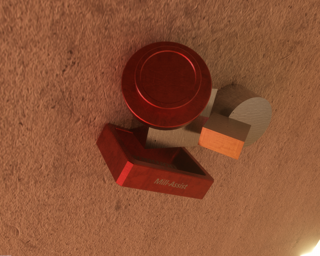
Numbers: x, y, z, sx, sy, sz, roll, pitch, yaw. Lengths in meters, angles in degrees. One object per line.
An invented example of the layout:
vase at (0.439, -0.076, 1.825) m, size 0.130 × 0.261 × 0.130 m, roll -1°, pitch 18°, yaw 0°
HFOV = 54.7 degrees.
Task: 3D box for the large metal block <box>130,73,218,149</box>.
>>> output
large metal block at (0.015, -0.023, 0.388) m, size 0.081 × 0.050 × 0.079 m, roll -2°, pitch 119°, yaw -28°

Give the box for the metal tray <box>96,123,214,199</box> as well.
metal tray at (-0.005, 0.042, 0.389) m, size 0.131 × 0.090 × 0.030 m, roll 18°, pitch 109°, yaw -35°

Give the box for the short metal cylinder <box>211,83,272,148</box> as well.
short metal cylinder at (0.110, -0.018, 0.443) m, size 0.081 × 0.050 × 0.079 m, roll -14°, pitch 124°, yaw -21°

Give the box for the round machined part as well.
round machined part at (0.007, -0.049, 0.334) m, size 0.098 × 0.098 × 0.042 m, roll -32°, pitch 173°, yaw -8°

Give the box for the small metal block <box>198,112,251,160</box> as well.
small metal block at (0.080, 0.008, 0.382) m, size 0.050 × 0.050 × 0.025 m, roll -44°, pitch 151°, yaw -56°
